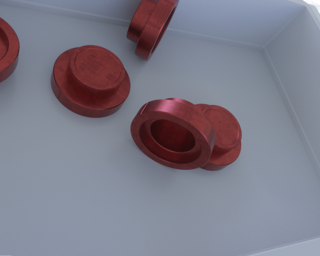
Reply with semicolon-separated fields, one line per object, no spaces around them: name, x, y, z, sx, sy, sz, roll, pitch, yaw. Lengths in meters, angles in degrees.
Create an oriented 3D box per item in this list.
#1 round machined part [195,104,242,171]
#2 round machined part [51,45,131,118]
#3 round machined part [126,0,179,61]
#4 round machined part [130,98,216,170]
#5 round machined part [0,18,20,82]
round machined part;0.074;0.007;0.433;0.099;0.042;0.098;14;56;-21
round machined part;-0.083;-0.065;0.391;0.099;0.042;0.098;14;56;-21
round machined part;-0.014;-0.150;0.445;0.042;0.097;0.098;28;52;-4
round machined part;0.018;0.003;0.369;0.098;0.097;0.042;33;51;-7
round machined part;-0.207;-0.082;0.333;0.099;0.042;0.098;14;56;-21
